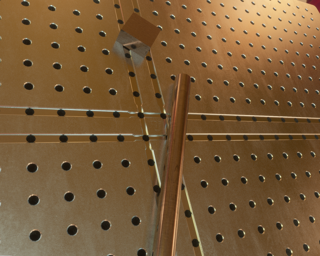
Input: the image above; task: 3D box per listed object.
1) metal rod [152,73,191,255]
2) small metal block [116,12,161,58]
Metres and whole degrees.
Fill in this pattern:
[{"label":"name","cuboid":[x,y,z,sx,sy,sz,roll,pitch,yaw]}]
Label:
[{"label":"metal rod","cuboid":[0.017,0.048,0.389,0.025,0.025,0.300,20,54,-17]},{"label":"small metal block","cuboid":[-0.033,-0.144,0.480,0.050,0.025,0.050,30,52,-9]}]
